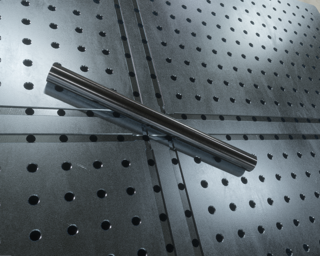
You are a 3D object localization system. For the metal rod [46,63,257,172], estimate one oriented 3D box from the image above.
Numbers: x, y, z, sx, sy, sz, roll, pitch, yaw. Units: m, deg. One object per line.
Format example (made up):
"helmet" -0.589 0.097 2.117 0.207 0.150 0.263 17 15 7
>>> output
"metal rod" 0.000 -0.008 0.415 0.302 0.025 0.025 24 53 -14
